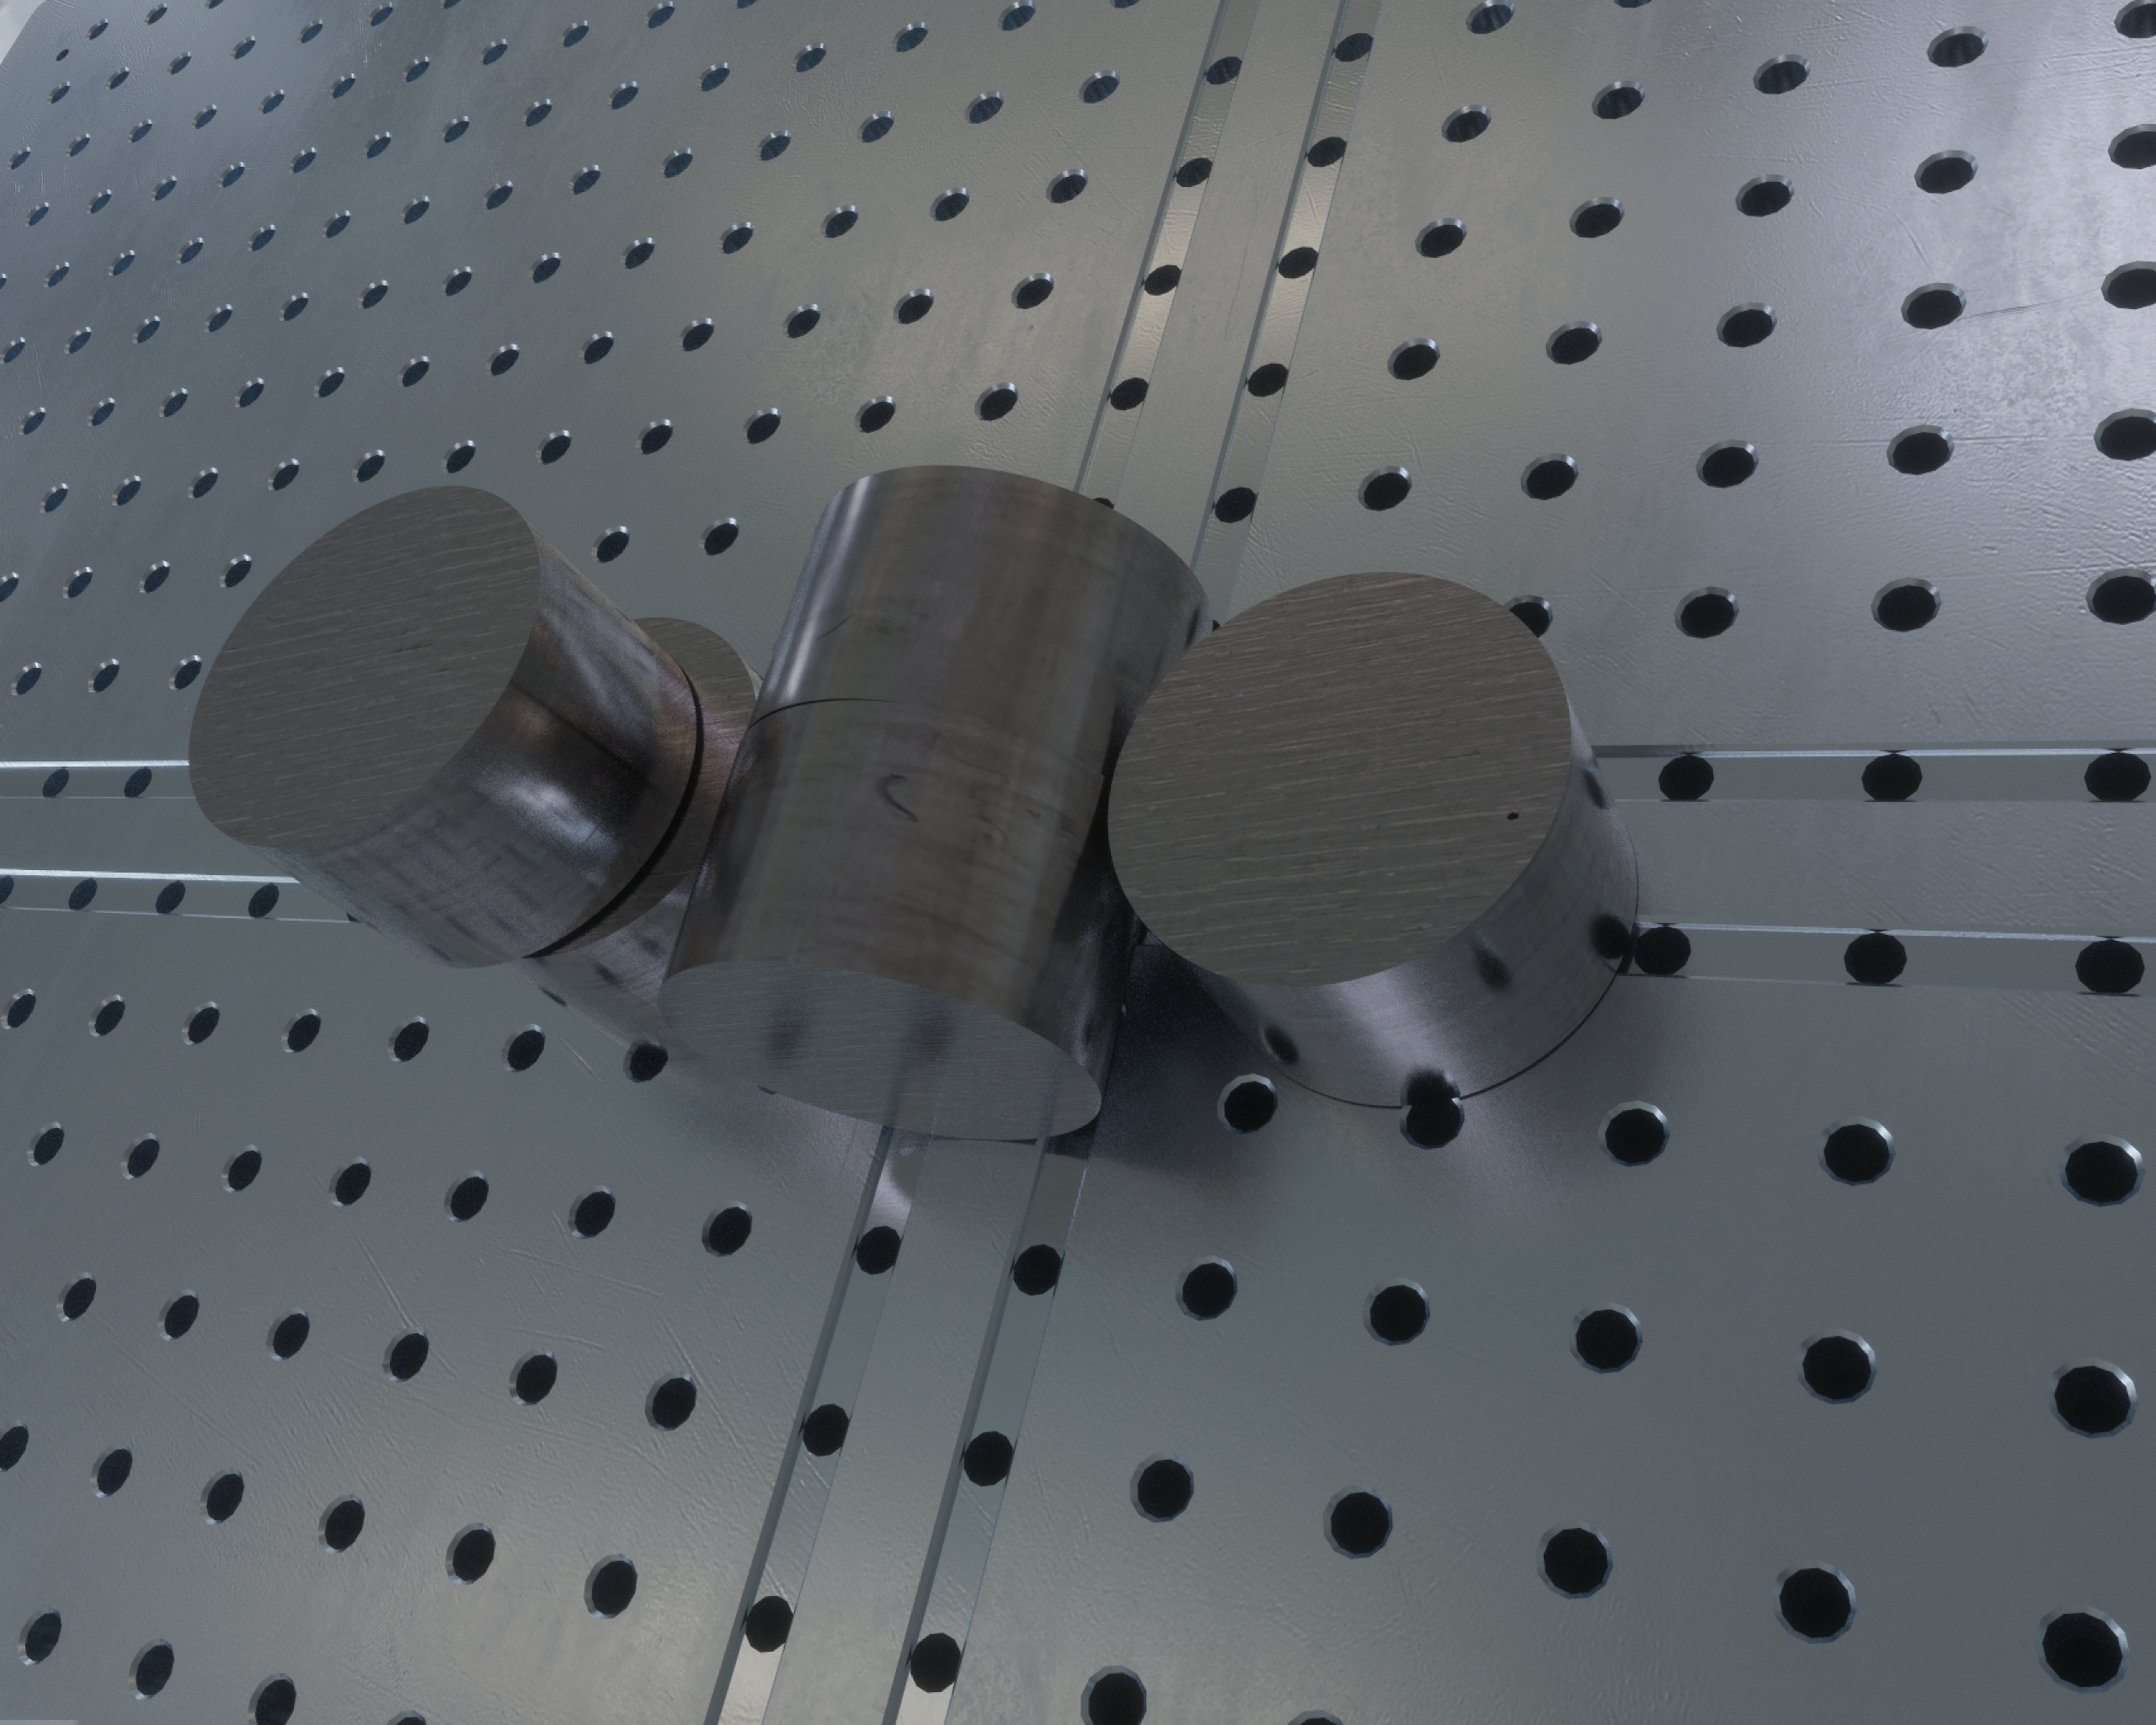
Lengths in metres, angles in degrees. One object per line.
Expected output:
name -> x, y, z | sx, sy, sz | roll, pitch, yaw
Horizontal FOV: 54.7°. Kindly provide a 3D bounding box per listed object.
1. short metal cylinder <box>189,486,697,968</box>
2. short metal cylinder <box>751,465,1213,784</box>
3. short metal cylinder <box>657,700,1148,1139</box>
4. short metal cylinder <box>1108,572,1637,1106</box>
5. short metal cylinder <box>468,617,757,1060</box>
short metal cylinder -> -0.123, -0.026, 0.406 | 0.080, 0.050, 0.080 | -13, 56, 21
short metal cylinder -> -0.019, -0.032, 0.403 | 0.080, 0.080, 0.050 | 1, 63, 29
short metal cylinder -> -0.030, 0.013, 0.381 | 0.080, 0.080, 0.050 | -1, 62, 28
short metal cylinder -> 0.052, -0.004, 0.366 | 0.080, 0.050, 0.080 | -13, 56, 21
short metal cylinder -> -0.089, -0.005, 0.442 | 0.080, 0.050, 0.080 | -13, 56, 21
